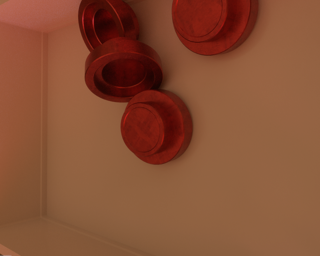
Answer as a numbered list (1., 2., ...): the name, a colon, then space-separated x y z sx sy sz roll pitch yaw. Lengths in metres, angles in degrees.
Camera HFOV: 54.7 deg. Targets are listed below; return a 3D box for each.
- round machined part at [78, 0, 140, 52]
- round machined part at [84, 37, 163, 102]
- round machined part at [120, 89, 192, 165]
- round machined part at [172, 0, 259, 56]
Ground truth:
1. round machined part: -0.067 -0.141 0.435 0.098 0.042 0.097 28 134 32
2. round machined part: -0.047 -0.078 0.402 0.098 0.099 0.042 -33 51 35
3. round machined part: -0.012 0.000 0.397 0.098 0.042 0.097 6 101 34
4. round machined part: 0.052 -0.129 0.339 0.098 0.042 0.097 13 112 36
